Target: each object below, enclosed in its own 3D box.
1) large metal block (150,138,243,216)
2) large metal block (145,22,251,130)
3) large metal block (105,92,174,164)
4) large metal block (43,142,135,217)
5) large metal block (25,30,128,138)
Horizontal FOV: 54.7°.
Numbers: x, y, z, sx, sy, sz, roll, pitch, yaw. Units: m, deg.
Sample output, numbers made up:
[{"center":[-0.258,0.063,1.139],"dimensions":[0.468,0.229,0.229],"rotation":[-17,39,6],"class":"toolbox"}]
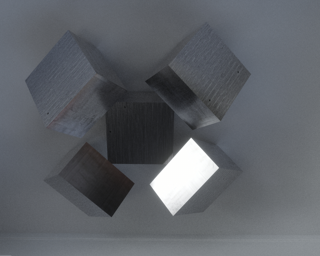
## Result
[{"center":[0.048,0.064,0.397],"dimensions":[0.080,0.050,0.080],"rotation":[-50,148,15],"class":"large metal block"},{"center":[0.045,-0.057,0.353],"dimensions":[0.080,0.050,0.080],"rotation":[45,61,-14],"class":"large metal block"},{"center":[-0.024,-0.001,0.395],"dimensions":[0.081,0.050,0.079],"rotation":[1,110,-1],"class":"large metal block"},{"center":[-0.093,0.070,0.399],"dimensions":[0.080,0.050,0.080],"rotation":[44,148,-15],"class":"large metal block"},{"center":[-0.097,-0.049,0.353],"dimensions":[0.080,0.080,0.050],"rotation":[-44,148,14],"class":"large metal block"}]
